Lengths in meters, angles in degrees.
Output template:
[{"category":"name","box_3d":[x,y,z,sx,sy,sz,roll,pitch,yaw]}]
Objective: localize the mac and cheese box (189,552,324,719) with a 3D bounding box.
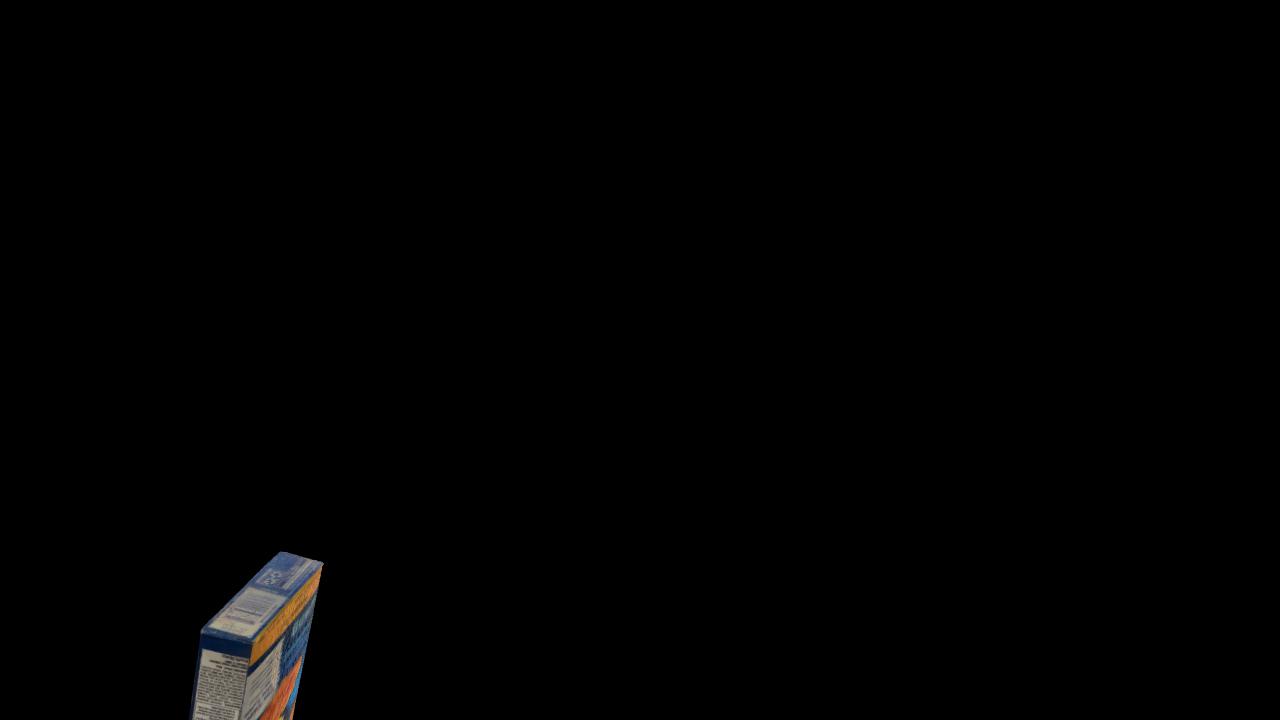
[{"category":"mac and cheese box","box_3d":[-0.286,0.247,0.451,0.041,0.184,0.093,15,14,-5]}]
